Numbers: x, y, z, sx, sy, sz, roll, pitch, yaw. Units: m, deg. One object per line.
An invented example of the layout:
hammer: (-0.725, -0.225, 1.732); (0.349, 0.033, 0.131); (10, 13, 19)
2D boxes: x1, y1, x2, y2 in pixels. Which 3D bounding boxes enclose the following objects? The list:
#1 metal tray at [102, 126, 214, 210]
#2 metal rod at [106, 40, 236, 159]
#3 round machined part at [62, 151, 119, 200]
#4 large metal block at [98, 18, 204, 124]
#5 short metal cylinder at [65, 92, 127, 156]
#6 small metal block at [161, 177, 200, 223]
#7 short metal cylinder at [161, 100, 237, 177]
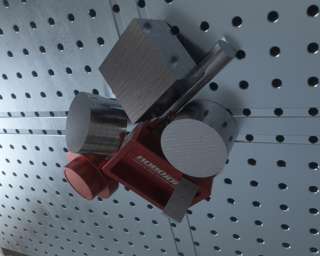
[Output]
metal tray: (-0.003, 0.064, 0.431); (0.130, 0.030, 0.090); (36, 130, -13)
metal rod: (-0.014, -0.004, 0.418); (0.025, 0.025, 0.299); (44, 130, -3)
round machined part: (-0.116, 0.076, 0.491); (0.098, 0.042, 0.097); (28, 140, 26)
large metal block: (-0.012, -0.063, 0.348); (0.080, 0.050, 0.080); (-43, 74, 39)
short metal cylinder: (-0.086, -0.004, 0.411); (0.080, 0.050, 0.080); (-16, 70, 51)
small metal block: (0.025, 0.095, 0.402); (0.025, 0.050, 0.050); (29, 163, 7)
short metal cylinder: (0.048, 0.013, 0.377); (0.080, 0.050, 0.079); (13, 124, 21)
